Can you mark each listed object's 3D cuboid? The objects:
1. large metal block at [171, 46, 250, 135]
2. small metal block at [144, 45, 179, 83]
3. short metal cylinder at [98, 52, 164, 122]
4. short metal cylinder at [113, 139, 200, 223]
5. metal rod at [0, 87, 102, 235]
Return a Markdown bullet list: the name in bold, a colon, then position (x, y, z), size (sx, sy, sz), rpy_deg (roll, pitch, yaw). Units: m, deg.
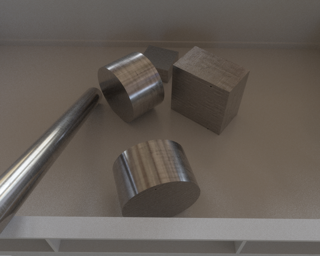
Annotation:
- **large metal block**: position (0.063, -0.049, 0.412), size (0.080, 0.080, 0.050), rpy_deg (31, 56, 23)
- **small metal block**: position (-0.003, -0.102, 0.491), size (0.050, 0.025, 0.050), rpy_deg (16, 52, 13)
- **short metal cylinder**: position (-0.039, -0.055, 0.415), size (0.050, 0.080, 0.080), rpy_deg (-33, 58, -25)
- **short metal cylinder**: position (-0.005, 0.057, 0.322), size (0.081, 0.080, 0.050), rpy_deg (-12, 51, -10)
- **metal rod**: position (-0.102, 0.010, 0.307), size (0.025, 0.025, 0.300), rpy_deg (3, 22, 2)
